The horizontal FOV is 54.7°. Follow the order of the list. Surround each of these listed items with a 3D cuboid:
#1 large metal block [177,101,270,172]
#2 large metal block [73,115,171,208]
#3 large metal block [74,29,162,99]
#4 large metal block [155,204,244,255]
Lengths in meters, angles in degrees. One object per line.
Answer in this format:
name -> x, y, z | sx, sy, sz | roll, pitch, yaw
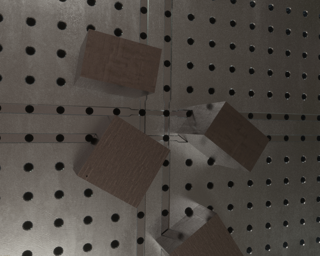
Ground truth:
large metal block -> 0.082, 0.011, 0.415 | 0.080, 0.080, 0.050 | 38, 78, -17
large metal block -> -0.048, 0.040, 0.383 | 0.080, 0.050, 0.080 | 34, 79, -17
large metal block -> -0.053, -0.070, 0.364 | 0.081, 0.080, 0.050 | 10, 87, -20
large metal block -> 0.055, 0.166, 0.421 | 0.080, 0.050, 0.080 | -35, 102, -17
